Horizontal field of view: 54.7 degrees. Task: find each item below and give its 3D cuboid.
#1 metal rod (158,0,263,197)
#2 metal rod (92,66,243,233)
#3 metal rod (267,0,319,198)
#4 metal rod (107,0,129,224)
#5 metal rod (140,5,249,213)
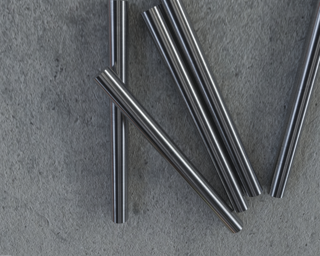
[{"bbox_3d":[0.070,-0.035,0.397,0.025,0.025,0.299,-25,109,9],"label":"metal rod"},{"bbox_3d":[0.023,0.042,0.410,0.025,0.025,0.300,-36,112,12],"label":"metal rod"},{"bbox_3d":[0.181,-0.045,0.394,0.025,0.025,0.298,5,110,-2],"label":"metal rod"},{"bbox_3d":[-0.054,-0.006,0.406,0.025,0.025,0.298,2,110,-1],"label":"metal rod"},{"bbox_3d":[0.053,-0.011,0.405,0.025,0.025,0.299,-25,109,9],"label":"metal rod"}]
